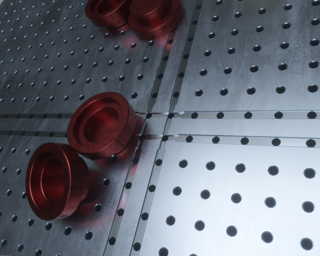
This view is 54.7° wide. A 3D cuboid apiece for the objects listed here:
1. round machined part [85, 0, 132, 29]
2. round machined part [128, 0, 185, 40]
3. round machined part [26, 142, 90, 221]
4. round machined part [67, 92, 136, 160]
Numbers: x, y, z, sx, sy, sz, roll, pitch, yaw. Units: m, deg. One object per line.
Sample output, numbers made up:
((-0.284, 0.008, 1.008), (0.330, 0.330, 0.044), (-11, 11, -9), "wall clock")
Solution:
((-0.087, -0.225, 0.578), (0.098, 0.042, 0.098), (-14, 56, 21), "round machined part")
((-0.012, -0.201, 0.525), (0.098, 0.042, 0.098), (-13, 56, 20), "round machined part")
((-0.130, 0.069, 0.406), (0.098, 0.042, 0.097), (-5, 82, 37), "round machined part")
((-0.077, 0.001, 0.435), (0.098, 0.042, 0.098), (-13, 55, 20), "round machined part")
